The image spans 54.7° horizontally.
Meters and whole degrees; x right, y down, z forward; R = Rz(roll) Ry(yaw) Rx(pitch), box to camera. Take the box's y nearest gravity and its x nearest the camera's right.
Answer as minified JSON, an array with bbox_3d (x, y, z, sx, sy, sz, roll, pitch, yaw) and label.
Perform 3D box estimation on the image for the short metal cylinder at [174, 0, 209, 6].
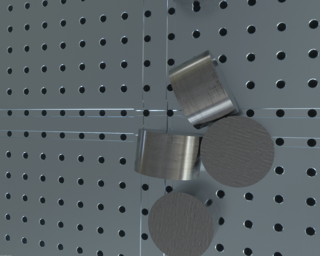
[{"bbox_3d":[0.036,-0.201,0.386,0.080,0.050,0.079,0,90,20],"label":"short metal cylinder"}]

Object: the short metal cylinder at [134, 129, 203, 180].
[{"bbox_3d":[0.011,0.030,0.379,0.080,0.080,0.050,7,93,20],"label":"short metal cylinder"}]

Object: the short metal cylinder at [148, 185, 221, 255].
[{"bbox_3d":[0.032,0.115,0.388,0.080,0.050,0.080,0,90,20],"label":"short metal cylinder"}]

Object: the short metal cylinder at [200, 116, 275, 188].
[{"bbox_3d":[0.093,0.026,0.366,0.080,0.050,0.079,0,90,20],"label":"short metal cylinder"}]

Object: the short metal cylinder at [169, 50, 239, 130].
[{"bbox_3d":[0.052,-0.044,0.365,0.050,0.080,0.080,-25,82,18],"label":"short metal cylinder"}]
